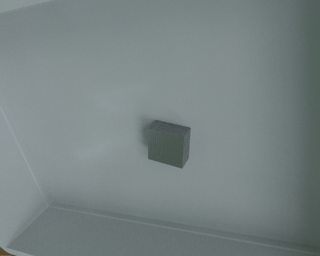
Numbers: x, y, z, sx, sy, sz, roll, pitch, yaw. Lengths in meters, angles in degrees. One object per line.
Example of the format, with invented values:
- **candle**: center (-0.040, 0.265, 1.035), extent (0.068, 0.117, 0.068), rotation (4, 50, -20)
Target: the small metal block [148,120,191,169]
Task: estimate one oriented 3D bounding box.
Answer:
- **small metal block**: center (0.012, 0.021, 0.414), extent (0.050, 0.025, 0.050), rotation (14, 124, 20)
